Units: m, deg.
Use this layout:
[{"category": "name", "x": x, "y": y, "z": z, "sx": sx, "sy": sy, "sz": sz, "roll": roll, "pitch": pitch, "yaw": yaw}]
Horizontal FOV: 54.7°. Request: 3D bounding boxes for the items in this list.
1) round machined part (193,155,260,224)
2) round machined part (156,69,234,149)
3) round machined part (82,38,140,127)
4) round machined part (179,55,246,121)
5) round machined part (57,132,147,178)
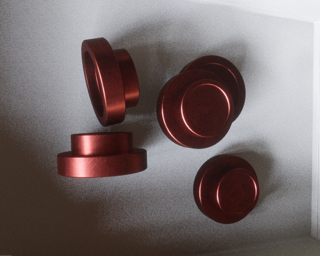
[{"category": "round machined part", "x": 0.101, "y": 0.088, "z": 0.440, "sx": 0.099, "sy": 0.042, "sz": 0.097, "roll": 0, "pitch": 90, "yaw": -21}, {"category": "round machined part", "x": 0.049, "y": -0.023, "z": 0.376, "sx": 0.099, "sy": 0.042, "sz": 0.097, "roll": 0, "pitch": 90, "yaw": -21}, {"category": "round machined part", "x": -0.055, "y": -0.053, "z": 0.352, "sx": 0.042, "sy": 0.098, "sz": 0.097, "roll": -15, "pitch": 96, "yaw": -20}, {"category": "round machined part", "x": 0.064, "y": -0.047, "z": 0.427, "sx": 0.099, "sy": 0.042, "sz": 0.097, "roll": 0, "pitch": 90, "yaw": -20}, {"category": "round machined part", "x": -0.064, "y": 0.026, "z": 0.349, "sx": 0.099, "sy": 0.098, "sz": 0.042, "roll": -2, "pitch": 91, "yaw": -20}]
